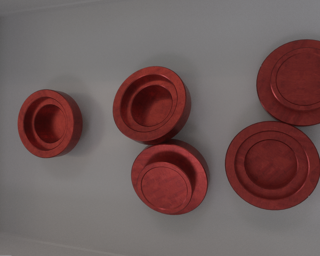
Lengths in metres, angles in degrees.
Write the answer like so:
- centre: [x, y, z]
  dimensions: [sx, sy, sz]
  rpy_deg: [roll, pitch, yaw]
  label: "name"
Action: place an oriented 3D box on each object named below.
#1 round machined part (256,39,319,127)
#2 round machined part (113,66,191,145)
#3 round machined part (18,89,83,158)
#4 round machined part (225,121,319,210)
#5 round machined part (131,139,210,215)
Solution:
- centre: [0.158, -0.051, 0.343]
  dimensions: [0.098, 0.042, 0.097]
  rpy_deg: [-1, 87, 19]
  label: "round machined part"
- centre: [-0.007, -0.025, 0.395]
  dimensions: [0.098, 0.042, 0.098]
  rpy_deg: [-7, 70, 21]
  label: "round machined part"
- centre: [-0.155, -0.006, 0.456]
  dimensions: [0.098, 0.042, 0.097]
  rpy_deg: [0, 90, 20]
  label: "round machined part"
- centre: [0.128, 0.041, 0.356]
  dimensions: [0.098, 0.042, 0.097]
  rpy_deg: [0, 90, 20]
  label: "round machined part"
- centre: [0.010, 0.066, 0.384]
  dimensions: [0.098, 0.042, 0.097]
  rpy_deg: [4, 108, 14]
  label: "round machined part"
